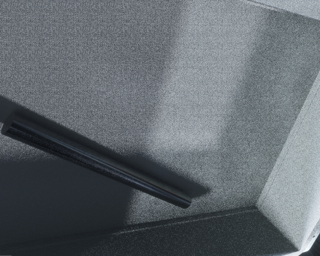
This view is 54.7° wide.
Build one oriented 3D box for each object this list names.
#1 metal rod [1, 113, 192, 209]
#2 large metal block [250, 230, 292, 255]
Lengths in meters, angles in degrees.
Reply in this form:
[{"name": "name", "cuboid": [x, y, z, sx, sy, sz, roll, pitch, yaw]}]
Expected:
[{"name": "metal rod", "cuboid": [-0.058, 0.058, 0.414, 0.301, 0.025, 0.025, 32, 100, -39]}, {"name": "large metal block", "cuboid": [0.257, 0.295, 0.703, 0.050, 0.080, 0.080, -31, 129, -9]}]
